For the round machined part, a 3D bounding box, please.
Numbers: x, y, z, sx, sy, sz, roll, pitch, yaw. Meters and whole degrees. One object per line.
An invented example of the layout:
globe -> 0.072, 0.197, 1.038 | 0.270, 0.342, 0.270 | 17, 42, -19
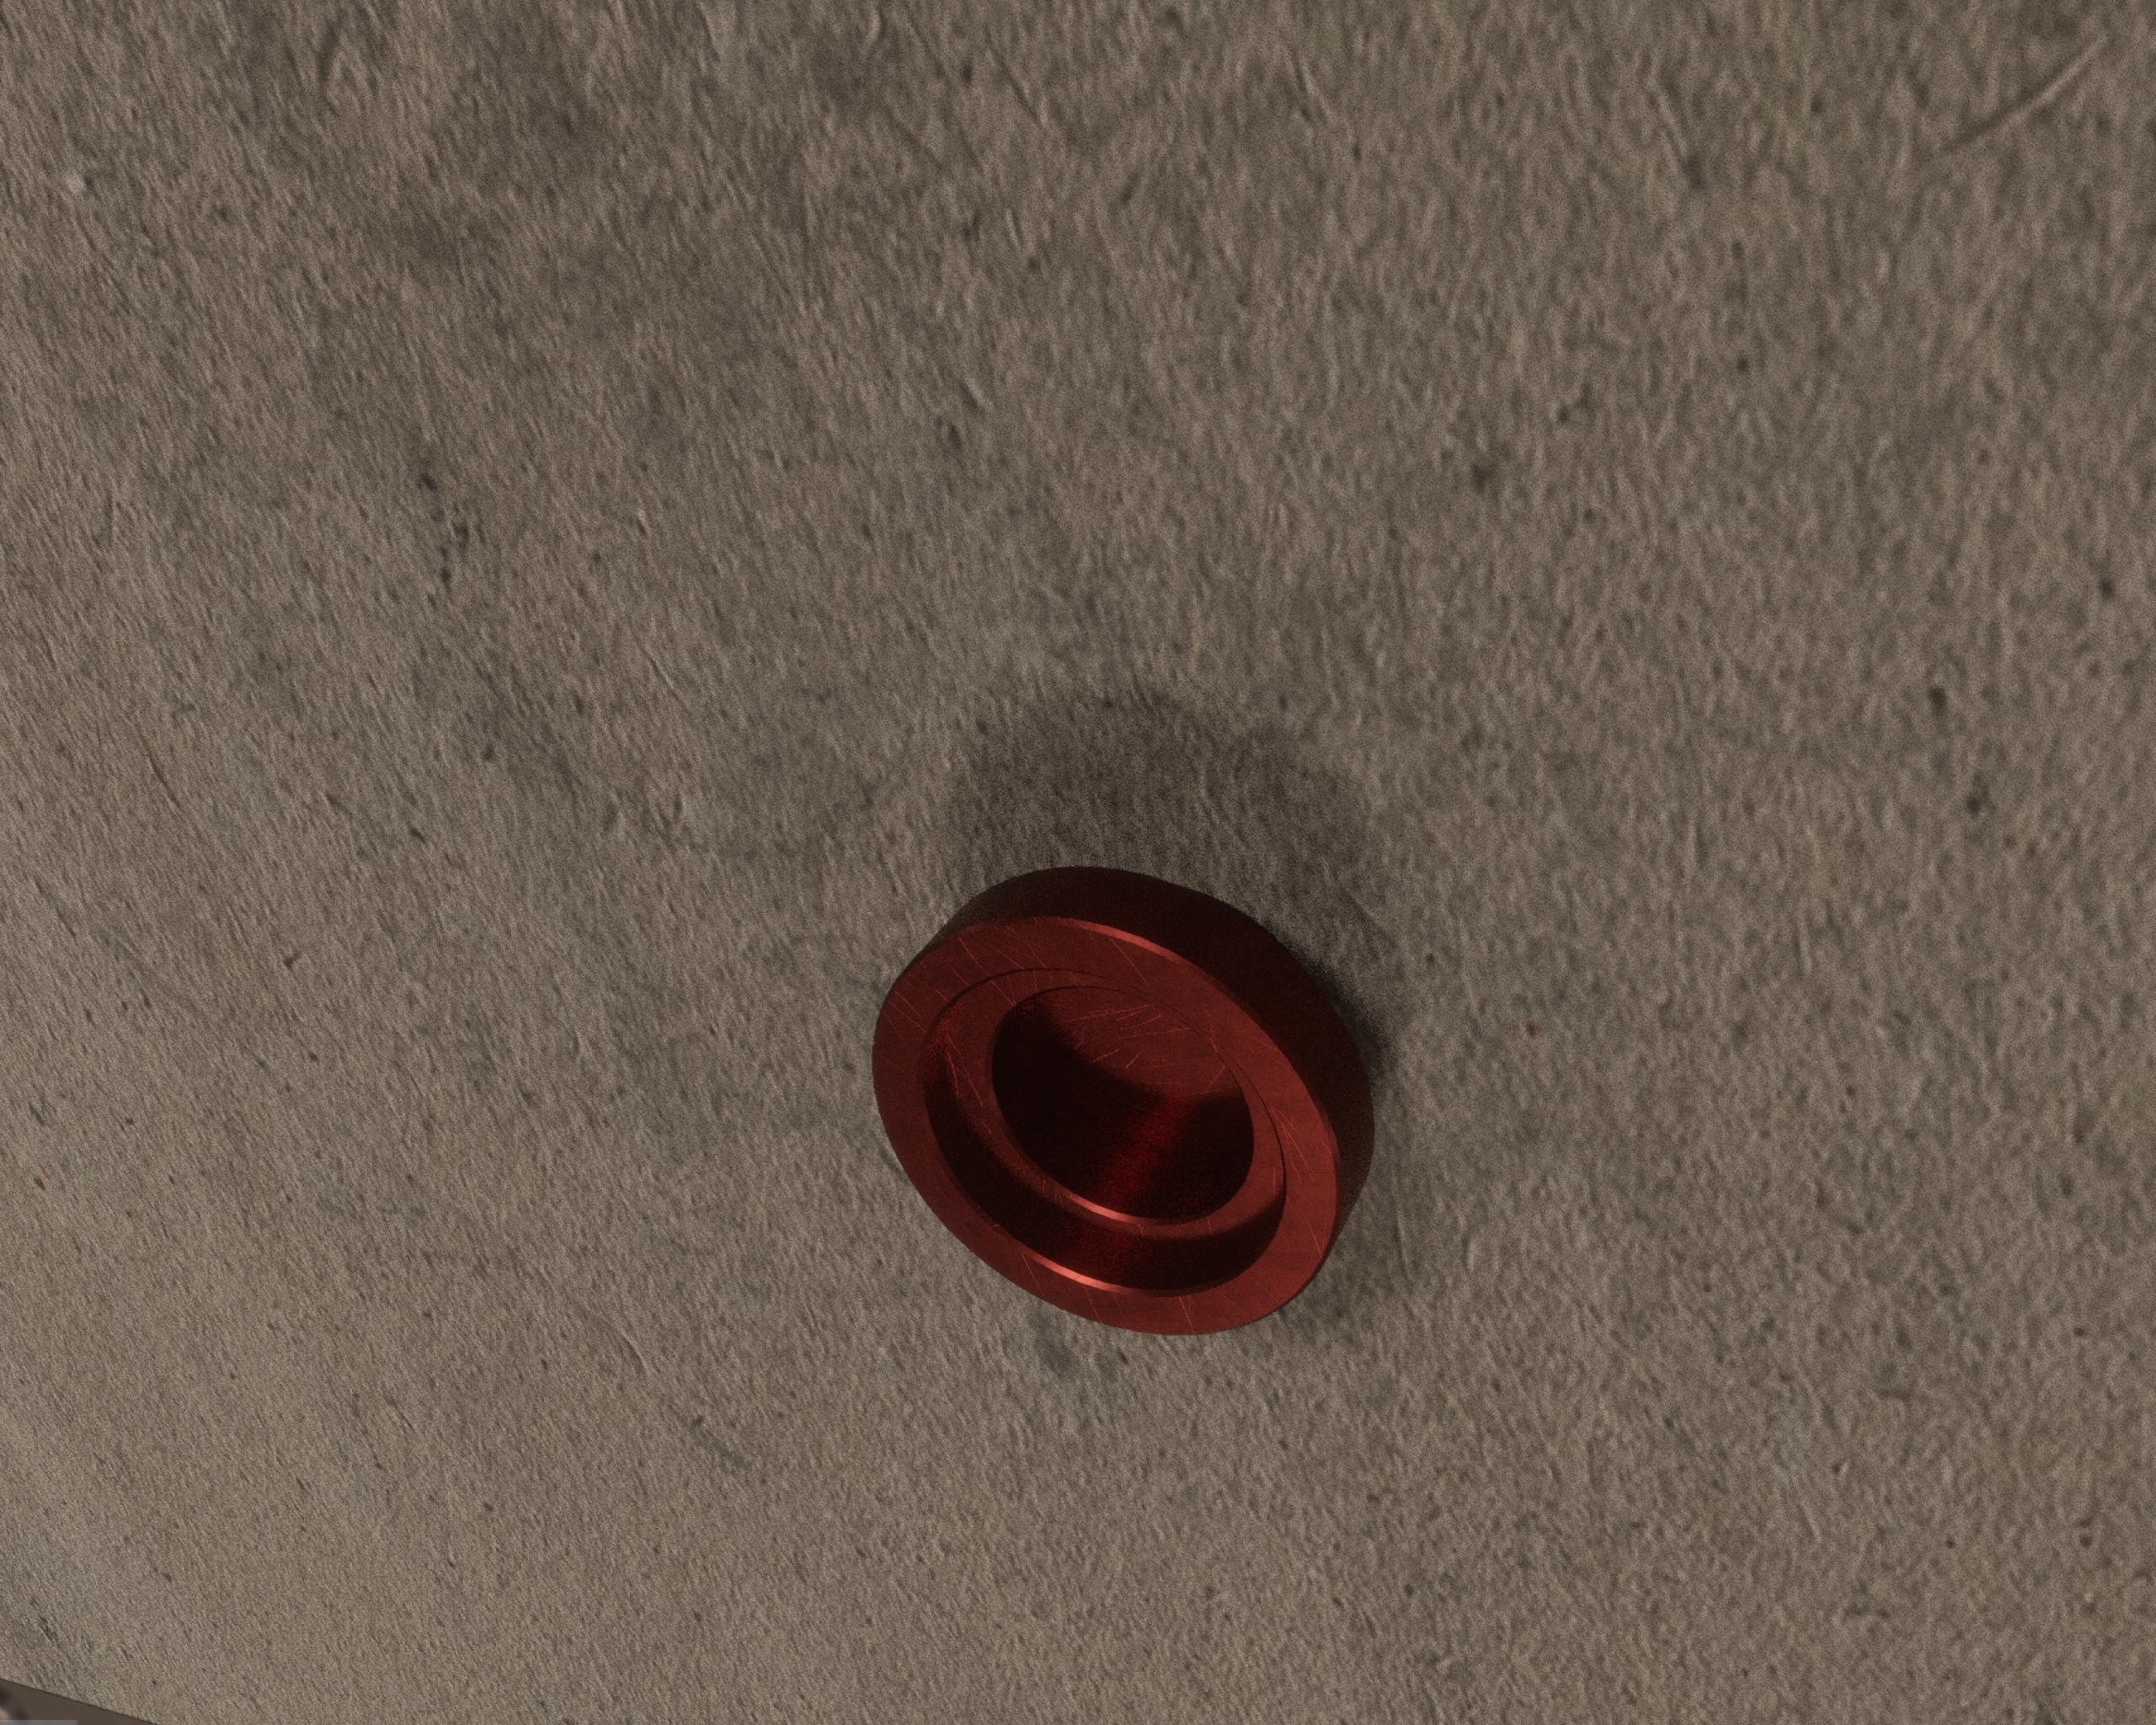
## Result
round machined part -> 0.012, 0.043, 0.416 | 0.098, 0.042, 0.097 | 13, 124, 20
